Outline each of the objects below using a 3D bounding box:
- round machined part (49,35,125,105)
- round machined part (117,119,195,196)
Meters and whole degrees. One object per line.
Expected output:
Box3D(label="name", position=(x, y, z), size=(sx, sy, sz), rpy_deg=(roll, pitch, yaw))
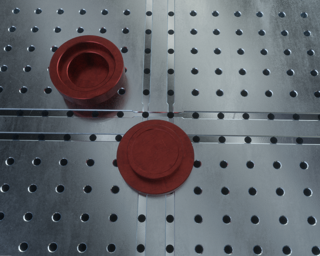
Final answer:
Box3D(label="round machined part", position=(-0.098, -0.076, 0.430), size=(0.099, 0.042, 0.098), rpy_deg=(0, 70, 0))
Box3D(label="round machined part", position=(-0.006, 0.034, 0.390), size=(0.099, 0.042, 0.098), rpy_deg=(0, 70, 0))
